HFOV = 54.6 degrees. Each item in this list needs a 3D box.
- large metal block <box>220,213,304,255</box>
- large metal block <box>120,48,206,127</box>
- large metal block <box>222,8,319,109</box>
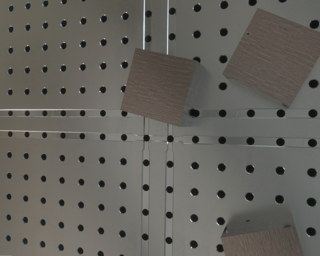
[{"bbox_3d":[0.123,0.151,0.356,0.080,0.050,0.080,-17,85,19],"label":"large metal block"},{"bbox_3d":[0.005,-0.050,0.398,0.080,0.050,0.080,16,96,19],"label":"large metal block"},{"bbox_3d":[0.130,-0.076,0.354,0.080,0.050,0.080,30,100,17],"label":"large metal block"}]
